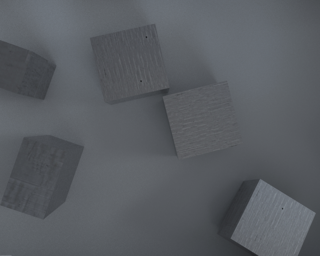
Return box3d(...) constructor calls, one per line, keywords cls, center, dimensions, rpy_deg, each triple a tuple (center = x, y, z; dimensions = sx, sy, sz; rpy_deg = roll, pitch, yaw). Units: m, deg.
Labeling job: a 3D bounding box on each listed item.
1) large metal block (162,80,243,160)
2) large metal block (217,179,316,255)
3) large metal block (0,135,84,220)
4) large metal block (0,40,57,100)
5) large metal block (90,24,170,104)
box3d(cls="large metal block", center=(0.052, -0.010, 0.400), dimensions=(0.080, 0.050, 0.080), rpy_deg=(-14, 90, -1))
box3d(cls="large metal block", center=(0.132, 0.121, 0.391), dimensions=(0.080, 0.050, 0.080), rpy_deg=(32, 74, 0))
box3d(cls="large metal block", center=(-0.140, 0.055, 0.382), dimensions=(0.050, 0.080, 0.080), rpy_deg=(19, 90, 0))
box3d(cls="large metal block", center=(-0.187, -0.075, 0.381), dimensions=(0.080, 0.080, 0.050), rpy_deg=(19, 90, -1))
box3d(cls="large metal block", center=(-0.036, -0.079, 0.398), dimensions=(0.080, 0.050, 0.080), rpy_deg=(-13, 90, -1))
